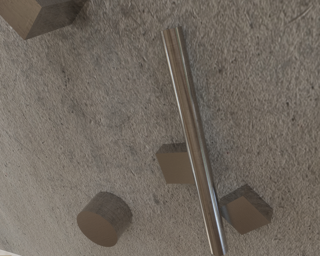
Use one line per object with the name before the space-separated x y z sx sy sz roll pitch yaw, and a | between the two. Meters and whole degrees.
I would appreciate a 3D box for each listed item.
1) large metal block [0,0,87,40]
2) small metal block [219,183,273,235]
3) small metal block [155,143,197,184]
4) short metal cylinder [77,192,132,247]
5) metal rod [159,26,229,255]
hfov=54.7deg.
large metal block | -0.143 -0.155 0.348 0.080 0.080 0.050 47 129 -5
small metal block | 0.113 0.110 0.415 0.050 0.025 0.050 44 129 -3
small metal block | 0.028 0.048 0.420 0.050 0.025 0.050 -6 116 30
short metal cylinder | -0.095 0.158 0.536 0.080 0.050 0.079 13 124 20
metal rod | 0.047 0.030 0.380 0.025 0.025 0.298 -4 111 29
